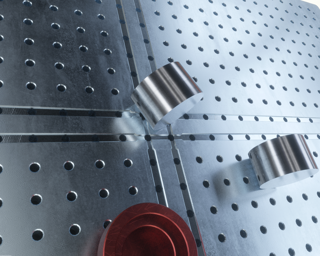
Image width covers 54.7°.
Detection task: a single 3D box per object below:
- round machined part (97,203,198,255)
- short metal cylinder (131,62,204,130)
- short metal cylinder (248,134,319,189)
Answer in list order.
[{"bbox_3d":[-0.015,0.129,0.311,0.099,0.042,0.098,14,56,-21],"label":"round machined part"},{"bbox_3d":[0.010,-0.040,0.403,0.081,0.080,0.050,-28,78,-37],"label":"short metal cylinder"},{"bbox_3d":[0.172,0.049,0.435,0.081,0.080,0.050,1,62,-28],"label":"short metal cylinder"}]
